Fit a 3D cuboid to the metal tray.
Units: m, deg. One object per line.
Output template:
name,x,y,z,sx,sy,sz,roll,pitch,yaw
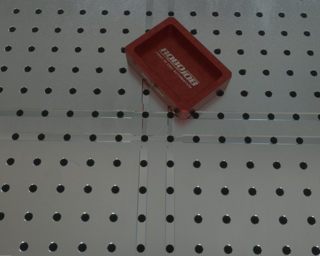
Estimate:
metal tray,0.024,-0.087,0.441,0.090,0.030,0.130,-38,75,-13
